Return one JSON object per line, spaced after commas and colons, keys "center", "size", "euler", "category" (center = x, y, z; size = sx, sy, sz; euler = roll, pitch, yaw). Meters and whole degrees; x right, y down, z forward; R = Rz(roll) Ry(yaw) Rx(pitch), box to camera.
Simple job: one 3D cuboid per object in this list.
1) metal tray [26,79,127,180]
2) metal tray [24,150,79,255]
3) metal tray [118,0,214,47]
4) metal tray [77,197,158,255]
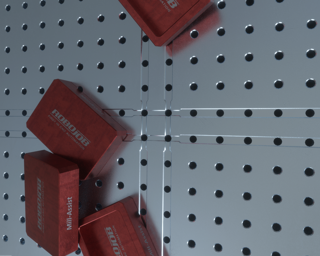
{"center": [-0.124, 0.001, 0.452], "size": [0.130, 0.030, 0.090], "euler": [40, 102, 15], "category": "metal tray"}
{"center": [-0.154, 0.104, 0.435], "size": [0.090, 0.030, 0.129], "euler": [14, 106, 38], "category": "metal tray"}
{"center": [-0.007, -0.180, 0.386], "size": [0.090, 0.030, 0.130], "euler": [-38, 94, 25], "category": "metal tray"}
{"center": [-0.056, 0.173, 0.428], "size": [0.090, 0.030, 0.130], "euler": [-28, 81, 17], "category": "metal tray"}
